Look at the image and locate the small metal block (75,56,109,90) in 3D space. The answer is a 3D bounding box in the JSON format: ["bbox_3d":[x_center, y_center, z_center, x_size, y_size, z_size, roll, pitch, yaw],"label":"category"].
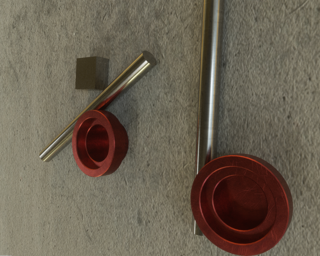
[{"bbox_3d":[-0.109,-0.086,0.495,0.050,0.025,0.050,6,94,39],"label":"small metal block"}]

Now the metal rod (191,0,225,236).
[{"bbox_3d":[0.056,-0.027,0.358,0.025,0.025,0.298,4,93,40],"label":"metal rod"}]

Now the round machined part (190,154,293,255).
[{"bbox_3d":[0.085,0.075,0.319,0.098,0.042,0.097,1,91,32],"label":"round machined part"}]

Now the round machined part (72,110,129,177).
[{"bbox_3d":[-0.085,0.022,0.464,0.098,0.042,0.097,0,90,40],"label":"round machined part"}]

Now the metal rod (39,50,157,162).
[{"bbox_3d":[-0.114,-0.021,0.499,0.299,0.025,0.025,-36,68,34],"label":"metal rod"}]
